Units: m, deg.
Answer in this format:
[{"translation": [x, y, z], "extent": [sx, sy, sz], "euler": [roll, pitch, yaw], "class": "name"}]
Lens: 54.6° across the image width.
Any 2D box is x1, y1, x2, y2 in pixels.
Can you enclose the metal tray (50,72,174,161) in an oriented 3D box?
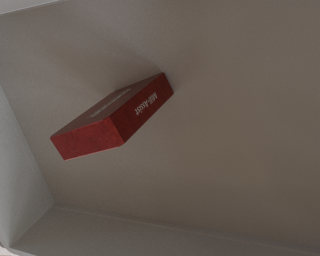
[{"translation": [-0.050, -0.017, 0.357], "extent": [0.090, 0.131, 0.030], "euler": [-15, 110, 34], "class": "metal tray"}]
